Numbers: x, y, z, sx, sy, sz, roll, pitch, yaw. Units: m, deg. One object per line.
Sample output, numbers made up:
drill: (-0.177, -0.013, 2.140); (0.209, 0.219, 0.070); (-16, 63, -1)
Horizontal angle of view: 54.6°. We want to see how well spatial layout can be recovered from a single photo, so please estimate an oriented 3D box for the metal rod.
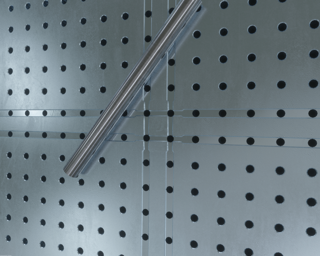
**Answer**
metal rod: (-0.044, -0.051, 0.428); (0.025, 0.025, 0.299); (40, 103, 15)
